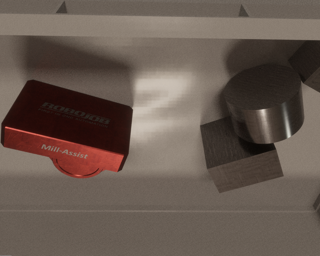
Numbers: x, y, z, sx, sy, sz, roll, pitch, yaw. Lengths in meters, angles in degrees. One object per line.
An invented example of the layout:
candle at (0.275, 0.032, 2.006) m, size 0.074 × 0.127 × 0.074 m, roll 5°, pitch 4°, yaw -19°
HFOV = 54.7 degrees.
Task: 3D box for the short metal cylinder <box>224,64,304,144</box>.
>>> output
short metal cylinder at (0.118, -0.028, 0.351) m, size 0.080 × 0.080 × 0.050 m, roll -16°, pitch 129°, yaw 12°

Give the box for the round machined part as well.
round machined part at (-0.108, 0.032, 0.423) m, size 0.099 × 0.042 × 0.097 m, roll -1°, pitch 130°, yaw 0°

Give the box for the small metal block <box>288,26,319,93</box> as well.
small metal block at (0.172, -0.075, 0.332) m, size 0.025 × 0.050 × 0.050 m, roll 23°, pitch 126°, yaw -19°

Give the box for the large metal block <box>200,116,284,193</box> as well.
large metal block at (0.102, 0.027, 0.398) m, size 0.080 × 0.080 × 0.050 m, roll -19°, pitch 128°, yaw 15°

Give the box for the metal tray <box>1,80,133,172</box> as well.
metal tray at (-0.101, -0.004, 0.361) m, size 0.131 × 0.090 × 0.030 m, roll 15°, pitch 128°, yaw -13°
